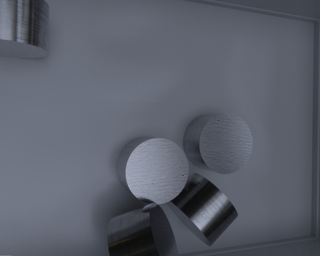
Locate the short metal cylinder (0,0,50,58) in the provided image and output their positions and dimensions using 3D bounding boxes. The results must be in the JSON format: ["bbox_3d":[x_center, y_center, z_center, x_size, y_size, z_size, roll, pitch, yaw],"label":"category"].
[{"bbox_3d":[-0.159,-0.107,0.323,0.081,0.080,0.050,2,90,-20],"label":"short metal cylinder"}]

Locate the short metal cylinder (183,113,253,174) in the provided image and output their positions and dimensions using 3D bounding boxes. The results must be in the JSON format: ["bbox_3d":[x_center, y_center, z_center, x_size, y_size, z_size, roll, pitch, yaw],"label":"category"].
[{"bbox_3d":[0.079,0.020,0.428,0.081,0.050,0.079,0,90,-21],"label":"short metal cylinder"}]

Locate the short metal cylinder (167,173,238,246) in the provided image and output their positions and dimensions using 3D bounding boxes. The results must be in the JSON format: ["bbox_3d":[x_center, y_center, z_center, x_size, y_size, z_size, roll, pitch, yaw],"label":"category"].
[{"bbox_3d":[0.053,0.105,0.402,0.050,0.080,0.080,-42,104,-15],"label":"short metal cylinder"}]

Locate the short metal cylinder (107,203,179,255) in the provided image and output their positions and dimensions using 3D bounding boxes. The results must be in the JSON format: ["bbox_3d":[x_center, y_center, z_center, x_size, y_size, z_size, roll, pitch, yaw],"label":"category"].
[{"bbox_3d":[-0.017,0.132,0.351,0.050,0.080,0.080,-22,99,10],"label":"short metal cylinder"}]

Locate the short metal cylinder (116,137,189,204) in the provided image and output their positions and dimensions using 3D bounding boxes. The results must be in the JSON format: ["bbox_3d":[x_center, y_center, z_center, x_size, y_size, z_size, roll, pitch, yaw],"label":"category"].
[{"bbox_3d":[-0.011,0.052,0.394,0.081,0.050,0.079,0,90,-21],"label":"short metal cylinder"}]
